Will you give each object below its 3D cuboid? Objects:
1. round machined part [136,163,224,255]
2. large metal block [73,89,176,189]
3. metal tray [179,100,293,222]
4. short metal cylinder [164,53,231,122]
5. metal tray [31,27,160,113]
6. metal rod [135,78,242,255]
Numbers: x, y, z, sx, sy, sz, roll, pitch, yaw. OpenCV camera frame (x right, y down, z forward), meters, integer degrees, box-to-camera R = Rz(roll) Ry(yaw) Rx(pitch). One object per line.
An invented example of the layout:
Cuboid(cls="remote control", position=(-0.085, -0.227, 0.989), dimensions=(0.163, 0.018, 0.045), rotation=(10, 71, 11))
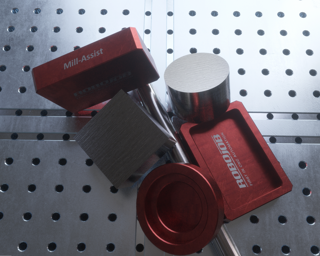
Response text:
Cuboid(cls="round machined part", position=(0.025, 0.088, 0.352), dimensions=(0.098, 0.042, 0.097), rotation=(-3, 84, 28))
Cuboid(cls="large metal block", position=(-0.040, 0.014, 0.370), dimensions=(0.080, 0.050, 0.080), rotation=(-45, 76, 4))
Cuboid(cls="metal tray", position=(0.091, 0.040, 0.391), dimensions=(0.091, 0.030, 0.130), rotation=(-24, 72, -9))
Cuboid(cls="short metal cylinder", position=(0.049, -0.053, 0.399), dimensions=(0.080, 0.050, 0.080), rotation=(-7, 46, 8))
Cuboid(cls="metal tray", position=(-0.074, -0.066, 0.382), dimensions=(0.130, 0.090, 0.030), rotation=(-21, 73, 8))
Cuboid(cls="metal rod", position=(0.020, 0.028, 0.397), dimensions=(0.025, 0.025, 0.299), rotation=(-24, 72, -8))
